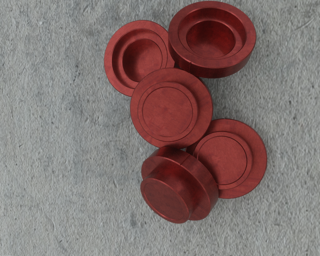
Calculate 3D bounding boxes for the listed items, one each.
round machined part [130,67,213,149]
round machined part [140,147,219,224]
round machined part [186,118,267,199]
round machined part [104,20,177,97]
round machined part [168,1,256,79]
[{"bbox_3d":[0.012,-0.021,0.361,0.098,0.042,0.097,2,101,11],"label":"round machined part"},{"bbox_3d":[0.016,0.074,0.368,0.098,0.042,0.097,24,136,26],"label":"round machined part"},{"bbox_3d":[0.077,0.037,0.373,0.098,0.042,0.097,0,90,19],"label":"round machined part"},{"bbox_3d":[-0.020,-0.087,0.407,0.098,0.042,0.097,0,90,19],"label":"round machined part"},{"bbox_3d":[0.059,-0.098,0.365,0.099,0.042,0.098,0,65,0],"label":"round machined part"}]
